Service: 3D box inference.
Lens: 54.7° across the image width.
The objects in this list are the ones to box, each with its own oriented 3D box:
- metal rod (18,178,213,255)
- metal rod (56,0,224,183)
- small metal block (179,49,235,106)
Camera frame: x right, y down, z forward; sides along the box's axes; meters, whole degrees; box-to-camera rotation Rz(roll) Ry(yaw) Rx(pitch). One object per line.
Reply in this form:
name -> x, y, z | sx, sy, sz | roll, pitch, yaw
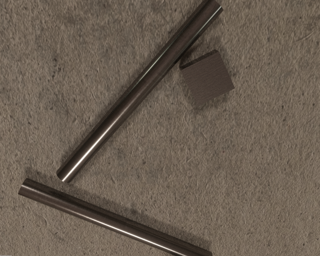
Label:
metal rod -> -0.059, 0.144, 0.462 | 0.301, 0.025, 0.025 | 25, 108, -10
metal rod -> -0.035, -0.039, 0.395 | 0.025, 0.025, 0.299 | 40, 105, -14
small metal block -> 0.058, -0.063, 0.387 | 0.050, 0.025, 0.050 | -26, 108, 8
